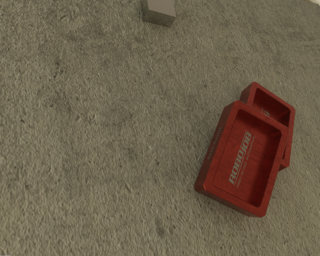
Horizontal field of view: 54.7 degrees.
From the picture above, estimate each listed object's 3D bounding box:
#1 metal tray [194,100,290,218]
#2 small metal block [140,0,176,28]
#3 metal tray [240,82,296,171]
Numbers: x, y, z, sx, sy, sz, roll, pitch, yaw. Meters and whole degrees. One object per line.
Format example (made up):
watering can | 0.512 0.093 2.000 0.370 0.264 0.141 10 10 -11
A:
metal tray | 0.110 0.040 0.409 0.090 0.030 0.130 28 70 -10
small metal block | -0.004 -0.203 0.525 0.050 0.025 0.050 6 59 -25
metal tray | 0.164 -0.004 0.490 0.090 0.030 0.130 32 52 -8
